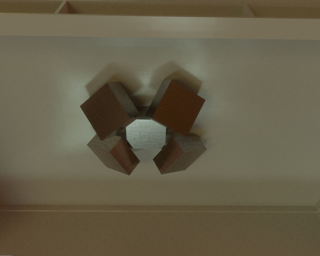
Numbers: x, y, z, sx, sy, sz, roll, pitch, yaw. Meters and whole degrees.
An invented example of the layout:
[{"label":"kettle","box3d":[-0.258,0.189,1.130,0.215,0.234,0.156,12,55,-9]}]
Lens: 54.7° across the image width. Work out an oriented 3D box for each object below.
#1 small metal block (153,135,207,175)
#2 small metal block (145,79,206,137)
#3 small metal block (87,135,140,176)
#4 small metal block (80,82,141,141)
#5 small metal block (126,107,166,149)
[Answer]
[{"label":"small metal block","box3d":[0.027,0.036,0.423,0.050,0.025,0.050,-1,141,-47]},{"label":"small metal block","box3d":[0.018,-0.024,0.370,0.050,0.025,0.050,28,87,-22]},{"label":"small metal block","box3d":[-0.063,0.034,0.419,0.050,0.025,0.050,10,144,43]},{"label":"small metal block","box3d":[-0.060,-0.020,0.372,0.050,0.025,0.050,-35,85,26]},{"label":"small metal block","box3d":[-0.018,0.000,0.406,0.050,0.025,0.050,1,130,-1]}]
